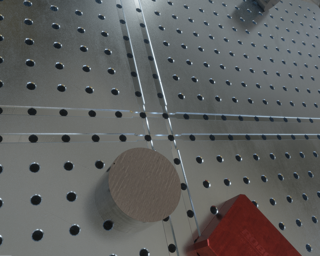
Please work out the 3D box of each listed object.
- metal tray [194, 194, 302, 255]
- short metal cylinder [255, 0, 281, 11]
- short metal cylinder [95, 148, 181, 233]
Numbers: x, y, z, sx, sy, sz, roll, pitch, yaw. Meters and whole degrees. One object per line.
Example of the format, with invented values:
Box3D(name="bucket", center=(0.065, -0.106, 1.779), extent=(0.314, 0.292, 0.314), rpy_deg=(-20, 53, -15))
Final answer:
Box3D(name="metal tray", center=(0.115, 0.157, 0.371), extent=(0.130, 0.030, 0.091), rpy_deg=(47, 51, 5))
Box3D(name="short metal cylinder", center=(0.252, -0.314, 0.699), extent=(0.081, 0.080, 0.050), rpy_deg=(-31, 79, -38))
Box3D(name="short metal cylinder", center=(-0.024, 0.068, 0.337), extent=(0.081, 0.050, 0.080), rpy_deg=(14, 56, -21))
